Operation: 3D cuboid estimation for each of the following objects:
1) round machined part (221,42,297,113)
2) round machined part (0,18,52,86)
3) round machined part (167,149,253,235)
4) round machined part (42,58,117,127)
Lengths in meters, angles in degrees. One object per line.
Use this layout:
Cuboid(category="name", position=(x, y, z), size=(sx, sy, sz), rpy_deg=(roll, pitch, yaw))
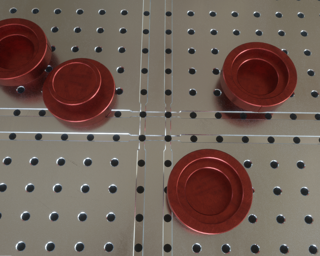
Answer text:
Cuboid(category="round machined part", position=(0.132, -0.066, 0.428), size=(0.099, 0.042, 0.098), rpy_deg=(0, 70, -1))
Cuboid(category="round machined part", position=(-0.202, -0.102, 0.438), size=(0.099, 0.042, 0.098), rpy_deg=(0, 70, -1))
Cuboid(category="round machined part", position=(0.058, 0.078, 0.375), size=(0.099, 0.042, 0.098), rpy_deg=(0, 70, -1))
Cuboid(category="round machined part", position=(-0.111, -0.054, 0.421), size=(0.099, 0.042, 0.098), rpy_deg=(0, 70, -1))
